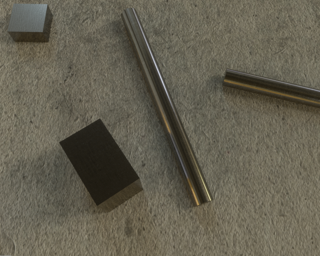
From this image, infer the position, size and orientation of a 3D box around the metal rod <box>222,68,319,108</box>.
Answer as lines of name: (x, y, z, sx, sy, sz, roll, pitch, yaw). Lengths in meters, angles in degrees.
metal rod: (0.236, -0.036, 0.424, 0.302, 0.025, 0.025, 14, 71, 4)

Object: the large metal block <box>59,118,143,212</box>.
large metal block: (-0.064, 0.047, 0.361, 0.050, 0.080, 0.080, -32, 74, -11)

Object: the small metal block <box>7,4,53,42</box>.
small metal block: (-0.193, -0.157, 0.463, 0.050, 0.025, 0.050, 1, 70, 0)

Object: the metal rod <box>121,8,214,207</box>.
metal rod: (0.003, -0.041, 0.423, 0.025, 0.025, 0.299, -18, 71, -7)
